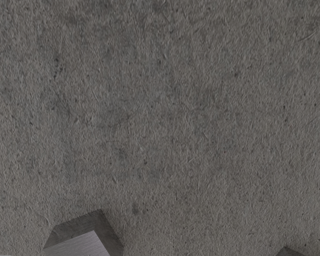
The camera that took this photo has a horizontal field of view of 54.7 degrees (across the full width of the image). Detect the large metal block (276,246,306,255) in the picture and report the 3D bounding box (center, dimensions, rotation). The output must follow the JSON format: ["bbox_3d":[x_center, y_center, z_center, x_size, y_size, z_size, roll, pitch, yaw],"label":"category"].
[{"bbox_3d":[0.215,0.247,0.490,0.080,0.050,0.080,26,108,-10],"label":"large metal block"}]

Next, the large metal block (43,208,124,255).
[{"bbox_3d":[-0.110,0.179,0.461,0.080,0.050,0.080,-23,109,8],"label":"large metal block"}]
